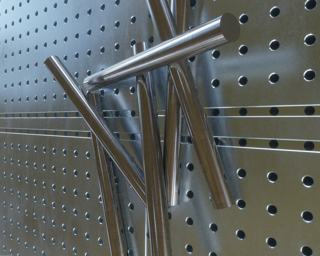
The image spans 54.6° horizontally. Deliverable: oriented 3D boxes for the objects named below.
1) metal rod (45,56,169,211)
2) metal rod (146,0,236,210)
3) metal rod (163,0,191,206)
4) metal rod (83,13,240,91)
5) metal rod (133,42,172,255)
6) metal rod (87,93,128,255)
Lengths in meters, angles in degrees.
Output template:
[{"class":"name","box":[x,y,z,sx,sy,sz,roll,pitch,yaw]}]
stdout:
[{"class":"metal rod","box":[-0.087,0.001,0.458,0.300,0.025,0.025,51,120,19]},{"class":"metal rod","box":[0.028,-0.054,0.362,0.025,0.025,0.299,-22,84,38]},{"class":"metal rod","box":[0.021,-0.053,0.393,0.025,0.025,0.298,5,93,40]},{"class":"metal rod","box":[-0.027,-0.078,0.383,0.299,0.025,0.025,-4,87,55]},{"class":"metal rod","box":[-0.010,0.030,0.391,0.025,0.025,0.299,-19,70,38]},{"class":"metal rod","box":[-0.080,0.092,0.476,0.025,0.025,0.299,-19,78,38]}]
